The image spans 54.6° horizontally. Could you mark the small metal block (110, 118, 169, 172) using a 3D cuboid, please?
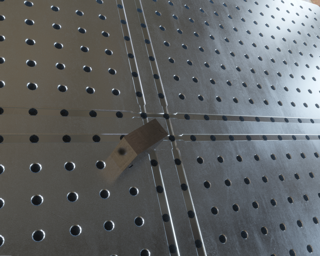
[{"bbox_3d":[-0.025,0.020,0.366,0.050,0.050,0.025,-32,80,-38],"label":"small metal block"}]
